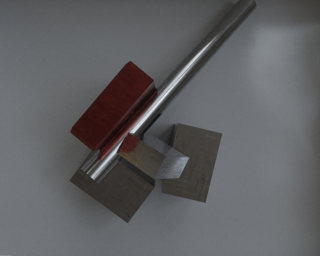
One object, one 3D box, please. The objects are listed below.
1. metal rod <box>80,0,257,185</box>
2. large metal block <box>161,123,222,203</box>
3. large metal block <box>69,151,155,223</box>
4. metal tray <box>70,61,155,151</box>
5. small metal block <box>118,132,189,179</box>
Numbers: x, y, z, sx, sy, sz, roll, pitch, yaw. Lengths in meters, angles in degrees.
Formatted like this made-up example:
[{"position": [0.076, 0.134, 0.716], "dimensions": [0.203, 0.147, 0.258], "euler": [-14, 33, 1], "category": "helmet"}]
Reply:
[{"position": [0.022, -0.057, 0.365], "dimensions": [0.025, 0.025, 0.301], "euler": [42, 72, 0], "category": "metal rod"}, {"position": [0.035, 0.039, 0.384], "dimensions": [0.050, 0.080, 0.080], "euler": [14, 90, 0], "category": "large metal block"}, {"position": [-0.053, 0.062, 0.383], "dimensions": [0.080, 0.080, 0.050], "euler": [36, 90, -1], "category": "large metal block"}, {"position": [-0.045, -0.022, 0.357], "dimensions": [0.030, 0.130, 0.090], "euler": [40, 91, 0], "category": "metal tray"}, {"position": [-0.006, 0.029, 0.323], "dimensions": [0.050, 0.050, 0.025], "euler": [30, 99, 31], "category": "small metal block"}]
